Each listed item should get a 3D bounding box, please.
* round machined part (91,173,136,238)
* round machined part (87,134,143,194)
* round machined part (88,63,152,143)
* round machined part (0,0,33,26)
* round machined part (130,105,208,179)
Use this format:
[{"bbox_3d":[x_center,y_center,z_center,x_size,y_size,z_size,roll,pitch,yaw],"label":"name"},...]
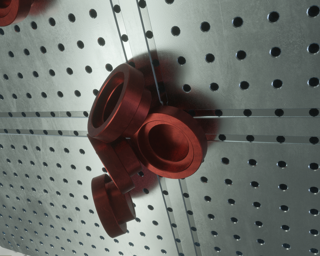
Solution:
[{"bbox_3d":[-0.069,0.117,0.486,0.042,0.098,0.098,-21,112,-2],"label":"round machined part"},{"bbox_3d":[-0.059,0.041,0.435,0.098,0.042,0.098,56,169,18],"label":"round machined part"},{"bbox_3d":[-0.047,-0.027,0.383,0.042,0.098,0.098,26,135,-29],"label":"round machined part"},{"bbox_3d":[-0.201,-0.183,0.394,0.098,0.042,0.097,13,124,21],"label":"round machined part"},{"bbox_3d":[0.015,0.014,0.402,0.098,0.042,0.097,13,124,21],"label":"round machined part"}]
